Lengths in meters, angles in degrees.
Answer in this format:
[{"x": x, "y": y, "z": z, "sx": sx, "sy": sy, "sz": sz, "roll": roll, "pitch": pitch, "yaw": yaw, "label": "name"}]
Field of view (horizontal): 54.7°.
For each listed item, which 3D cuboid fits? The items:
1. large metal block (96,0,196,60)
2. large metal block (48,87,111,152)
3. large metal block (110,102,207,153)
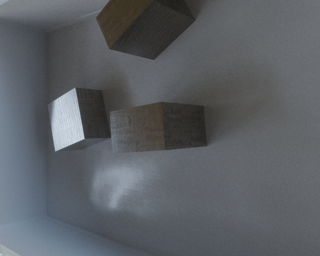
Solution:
[{"x": -0.018, "y": -0.136, "z": 0.386, "sx": 0.080, "sy": 0.081, "sz": 0.050, "roll": -37, "pitch": 67, "yaw": 34, "label": "large metal block"}, {"x": -0.131, "y": -0.012, "z": 0.499, "sx": 0.080, "sy": 0.050, "sz": 0.080, "roll": -21, "pitch": 77, "yaw": 38, "label": "large metal block"}, {"x": -0.001, "y": 0.001, "z": 0.372, "sx": 0.080, "sy": 0.081, "sz": 0.050, "roll": -7, "pitch": 86, "yaw": 40, "label": "large metal block"}]
